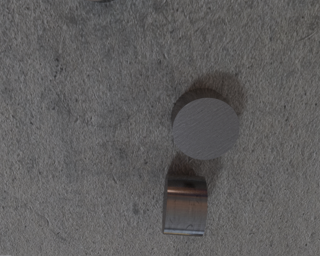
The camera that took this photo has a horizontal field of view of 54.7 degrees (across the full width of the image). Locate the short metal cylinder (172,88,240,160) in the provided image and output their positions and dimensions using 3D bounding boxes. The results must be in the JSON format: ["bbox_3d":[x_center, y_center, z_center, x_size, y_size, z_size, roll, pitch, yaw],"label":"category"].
[{"bbox_3d":[0.055,-0.006,0.394,0.081,0.050,0.079,0,110,0],"label":"short metal cylinder"}]

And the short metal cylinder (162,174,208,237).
[{"bbox_3d":[0.032,0.103,0.419,0.050,0.080,0.079,5,110,-2],"label":"short metal cylinder"}]

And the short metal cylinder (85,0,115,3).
[{"bbox_3d":[-0.069,-0.177,0.330,0.081,0.050,0.079,0,110,0],"label":"short metal cylinder"}]
